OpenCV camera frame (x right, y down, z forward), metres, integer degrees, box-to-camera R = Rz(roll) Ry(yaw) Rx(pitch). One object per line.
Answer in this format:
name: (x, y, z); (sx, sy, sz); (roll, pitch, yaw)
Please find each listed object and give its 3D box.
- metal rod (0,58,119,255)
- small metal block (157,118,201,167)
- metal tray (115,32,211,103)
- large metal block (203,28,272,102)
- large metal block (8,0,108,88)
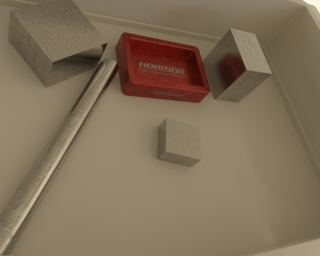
metal rod: (-0.111, 0.026, 0.330); (0.025, 0.025, 0.300); (29, 52, -10)
small metal block: (0.025, 0.019, 0.409); (0.050, 0.025, 0.050); (15, 56, -20)
metal tray: (0.005, -0.088, 0.460); (0.131, 0.030, 0.090); (3, 60, -27)
large metal block: (0.120, -0.098, 0.497); (0.050, 0.080, 0.080); (2, 61, -28)
large metal block: (-0.128, -0.108, 0.388); (0.081, 0.050, 0.080); (-34, 81, -38)
